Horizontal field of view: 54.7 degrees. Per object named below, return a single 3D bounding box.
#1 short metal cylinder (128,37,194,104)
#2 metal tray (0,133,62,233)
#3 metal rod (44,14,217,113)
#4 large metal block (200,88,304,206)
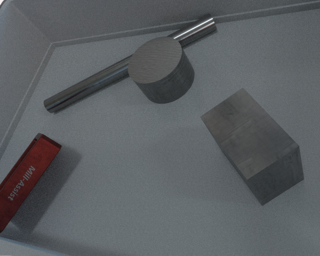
[{"bbox_3d":[0.002,-0.081,0.437,0.080,0.050,0.080,-13,56,20],"label":"short metal cylinder"},{"bbox_3d":[-0.192,0.069,0.430,0.130,0.030,0.090,-58,21,-14],"label":"metal tray"},{"bbox_3d":[-0.054,-0.097,0.491,0.301,0.025,0.025,-24,53,12],"label":"metal rod"},{"bbox_3d":[0.093,0.020,0.309,0.050,0.080,0.080,-35,52,5],"label":"large metal block"}]
